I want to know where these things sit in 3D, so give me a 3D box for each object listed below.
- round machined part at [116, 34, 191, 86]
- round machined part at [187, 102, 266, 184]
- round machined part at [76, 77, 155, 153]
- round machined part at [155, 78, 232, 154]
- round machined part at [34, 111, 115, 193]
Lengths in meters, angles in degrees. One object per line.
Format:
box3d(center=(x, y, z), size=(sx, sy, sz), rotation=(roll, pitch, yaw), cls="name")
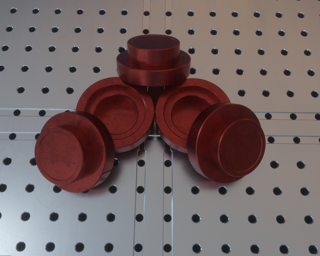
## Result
box3d(center=(-0.008, -0.094, 0.410), size=(0.099, 0.042, 0.098), rotation=(0, 32, 0), cls="round machined part")
box3d(center=(0.085, 0.020, 0.368), size=(0.099, 0.042, 0.097), rotation=(-5, 101, -25), cls="round machined part")
box3d(center=(-0.056, -0.014, 0.406), size=(0.099, 0.042, 0.098), rotation=(0, 70, -1), cls="round machined part")
box3d(center=(0.043, -0.013, 0.408), size=(0.099, 0.042, 0.098), rotation=(0, 70, -1), cls="round machined part")
box3d(center=(-0.107, 0.030, 0.366), size=(0.098, 0.042, 0.097), rotation=(3, 97, 22), cls="round machined part")
